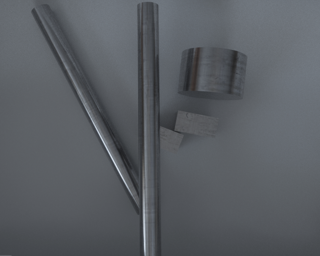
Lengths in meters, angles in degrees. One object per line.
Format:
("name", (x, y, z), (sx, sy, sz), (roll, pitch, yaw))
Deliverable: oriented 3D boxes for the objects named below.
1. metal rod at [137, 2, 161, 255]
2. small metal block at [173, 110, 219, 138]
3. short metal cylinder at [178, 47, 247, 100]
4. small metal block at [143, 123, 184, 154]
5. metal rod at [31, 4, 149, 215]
("metal rod", (-0.012, 0.007, 0.361), (0.025, 0.025, 0.298), (-1, 90, -1))
("small metal block", (0.044, -0.005, 0.400), (0.050, 0.050, 0.025), (11, 90, -1))
("short metal cylinder", (0.065, -0.065, 0.385), (0.081, 0.080, 0.050), (6, 90, -1))
("small metal block", (0.001, 0.011, 0.399), (0.050, 0.050, 0.025), (21, 90, -1))
("metal rod", (-0.088, -0.024, 0.410), (0.025, 0.025, 0.299), (-28, 90, 0))
